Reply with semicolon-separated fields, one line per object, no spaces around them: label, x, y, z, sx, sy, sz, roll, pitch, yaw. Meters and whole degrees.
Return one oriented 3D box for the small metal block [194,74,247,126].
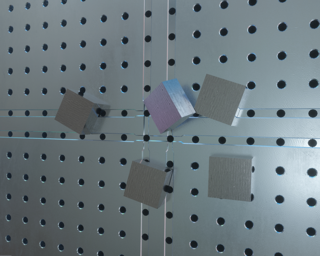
small metal block;0.075;-0.035;0.386;0.050;0.025;0.050;22;97;18

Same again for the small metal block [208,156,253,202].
small metal block;0.087;0.060;0.382;0.050;0.025;0.050;2;91;20

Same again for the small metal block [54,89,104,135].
small metal block;-0.119;-0.024;0.455;0.050;0.025;0.050;28;99;18

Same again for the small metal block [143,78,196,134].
small metal block;0.011;-0.027;0.397;0.050;0.025;0.050;-40;75;50

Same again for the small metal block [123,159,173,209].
small metal block;-0.016;0.074;0.419;0.050;0.025;0.050;16;95;19
